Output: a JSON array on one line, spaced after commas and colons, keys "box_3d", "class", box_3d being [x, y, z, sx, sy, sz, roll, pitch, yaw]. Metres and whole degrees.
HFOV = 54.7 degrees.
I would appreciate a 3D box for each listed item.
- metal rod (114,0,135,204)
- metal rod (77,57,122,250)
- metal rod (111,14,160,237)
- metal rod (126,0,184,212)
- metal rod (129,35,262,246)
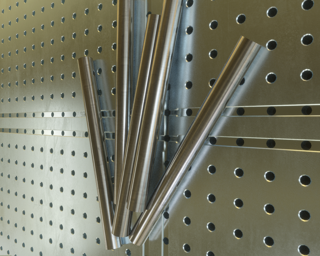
[{"box_3d": [-0.052, -0.040, 0.449, 0.025, 0.025, 0.298, 2, 91, 39], "class": "metal rod"}, {"box_3d": [-0.096, 0.033, 0.485, 0.025, 0.025, 0.298, -17, 79, 38], "class": "metal rod"}, {"box_3d": [-0.029, 0.000, 0.420, 0.025, 0.025, 0.298, 13, 95, 39], "class": "metal rod"}, {"box_3d": [-0.005, -0.041, 0.396, 0.025, 0.025, 0.298, 12, 93, 39], "class": "metal rod"}, {"box_3d": [0.032, 0.031, 0.380, 0.025, 0.025, 0.298, 41, 115, 32], "class": "metal rod"}]
